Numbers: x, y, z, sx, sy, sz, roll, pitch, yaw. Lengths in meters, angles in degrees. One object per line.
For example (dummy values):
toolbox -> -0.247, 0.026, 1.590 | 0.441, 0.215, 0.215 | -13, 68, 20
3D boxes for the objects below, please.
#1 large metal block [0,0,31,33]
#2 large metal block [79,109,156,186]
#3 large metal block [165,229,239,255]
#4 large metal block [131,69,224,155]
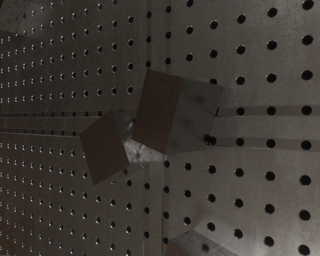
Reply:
large metal block -> -0.328, -0.264, 0.659 | 0.080, 0.050, 0.080 | -51, 61, 27
large metal block -> -0.063, 0.028, 0.442 | 0.080, 0.050, 0.080 | -32, 70, 35
large metal block -> 0.047, 0.177, 0.353 | 0.080, 0.050, 0.079 | 20, 103, 38
large metal block -> 0.021, -0.018, 0.354 | 0.050, 0.081, 0.079 | 22, 104, 37
